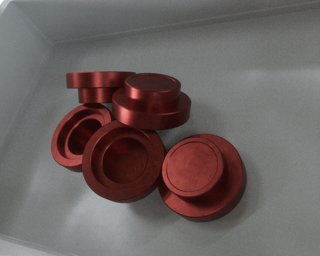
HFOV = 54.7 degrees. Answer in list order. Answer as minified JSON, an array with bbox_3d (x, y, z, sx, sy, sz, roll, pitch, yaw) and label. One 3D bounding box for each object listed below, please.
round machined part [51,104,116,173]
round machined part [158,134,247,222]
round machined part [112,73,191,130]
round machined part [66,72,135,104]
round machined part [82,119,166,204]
[{"bbox_3d":[-0.098,0.017,0.431,0.098,0.042,0.098,-13,56,20],"label":"round machined part"},{"bbox_3d":[0.041,0.049,0.340,0.098,0.042,0.098,-13,56,20],"label":"round machined part"},{"bbox_3d":[-0.010,-0.039,0.385,0.099,0.042,0.098,4,27,-2],"label":"round machined part"},{"bbox_3d":[-0.083,-0.058,0.447,0.098,0.099,0.042,3,99,29],"label":"round machined part"},{"bbox_3d":[-0.039,0.041,0.372,0.098,0.042,0.098,-5,67,12],"label":"round machined part"}]
